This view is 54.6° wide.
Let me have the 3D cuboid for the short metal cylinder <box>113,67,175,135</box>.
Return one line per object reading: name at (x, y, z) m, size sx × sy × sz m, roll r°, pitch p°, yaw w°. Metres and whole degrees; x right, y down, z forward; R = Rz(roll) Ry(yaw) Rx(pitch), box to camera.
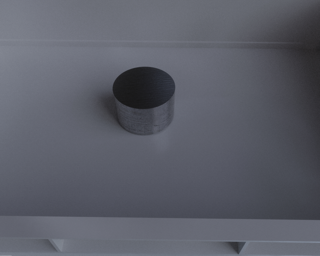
short metal cylinder at (-0.020, -0.037, 0.418) m, size 0.080 × 0.050 × 0.080 m, roll 0°, pitch 50°, yaw 0°
